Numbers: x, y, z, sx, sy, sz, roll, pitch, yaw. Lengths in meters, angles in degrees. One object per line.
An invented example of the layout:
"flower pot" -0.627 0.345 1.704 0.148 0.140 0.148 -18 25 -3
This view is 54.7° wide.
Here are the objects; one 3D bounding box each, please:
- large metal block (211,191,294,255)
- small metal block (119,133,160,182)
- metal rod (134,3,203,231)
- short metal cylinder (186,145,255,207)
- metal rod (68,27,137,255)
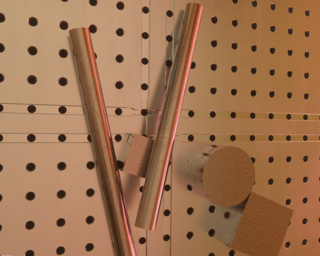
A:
"large metal block" 0.133 0.138 0.449 0.080 0.050 0.080 26 82 -19
"small metal block" -0.021 0.038 0.405 0.050 0.025 0.050 21 83 -19
"metal rod" 0.015 -0.024 0.397 0.025 0.025 0.299 18 77 -19
"short metal cylinder" 0.083 0.064 0.430 0.081 0.050 0.079 0 90 -20
"metal rod" -0.070 0.028 0.386 0.025 0.025 0.298 -13 94 -20
